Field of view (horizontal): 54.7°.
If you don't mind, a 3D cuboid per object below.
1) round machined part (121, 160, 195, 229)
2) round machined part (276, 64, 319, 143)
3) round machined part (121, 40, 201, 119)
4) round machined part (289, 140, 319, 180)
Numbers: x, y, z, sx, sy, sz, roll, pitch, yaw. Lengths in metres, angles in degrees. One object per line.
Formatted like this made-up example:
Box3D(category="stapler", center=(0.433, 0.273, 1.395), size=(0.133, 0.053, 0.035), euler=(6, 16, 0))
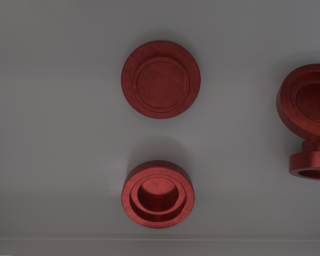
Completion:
Box3D(category="round machined part", center=(-0.003, 0.088, 0.435), size=(0.099, 0.042, 0.097), euler=(0, 110, 0))
Box3D(category="round machined part", center=(0.192, -0.026, 0.376), size=(0.099, 0.042, 0.098), euler=(-2, 65, 4))
Box3D(category="round machined part", center=(0.001, -0.057, 0.381), size=(0.099, 0.042, 0.097), euler=(0, 110, 0))
Box3D(category="round machined part", center=(0.220, 0.041, 0.400), size=(0.099, 0.098, 0.042), euler=(10, 75, -4))
